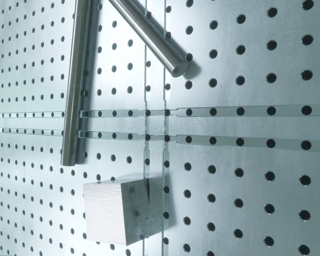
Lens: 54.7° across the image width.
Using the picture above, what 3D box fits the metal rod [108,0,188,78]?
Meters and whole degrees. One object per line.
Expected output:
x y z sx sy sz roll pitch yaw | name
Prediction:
-0.055 -0.181 0.452 0.025 0.025 0.300 -51 61 28 | metal rod

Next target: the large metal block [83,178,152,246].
-0.062 0.116 0.442 0.080 0.050 0.080 -10 84 39 | large metal block

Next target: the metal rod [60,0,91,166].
-0.142 -0.084 0.522 0.025 0.025 0.298 12 97 39 | metal rod
